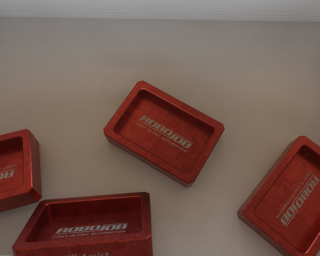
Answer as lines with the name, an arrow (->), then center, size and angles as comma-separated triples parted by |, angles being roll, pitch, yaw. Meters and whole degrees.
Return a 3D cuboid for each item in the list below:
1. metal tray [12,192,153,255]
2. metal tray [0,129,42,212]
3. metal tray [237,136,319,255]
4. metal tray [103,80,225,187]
metal tray -> -0.075, 0.108, 0.334 | 0.131, 0.090, 0.030 | -4, 107, -2
metal tray -> -0.214, 0.059, 0.370 | 0.131, 0.030, 0.090 | -15, 56, -6
metal tray -> 0.170, 0.085, 0.378 | 0.090, 0.030, 0.130 | 40, 74, 13
metal tray -> 0.005, 0.006, 0.404 | 0.130, 0.030, 0.090 | 30, 72, 10
